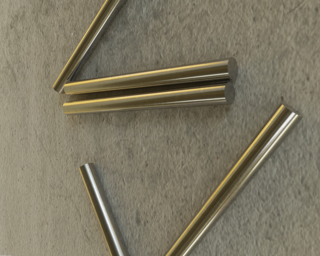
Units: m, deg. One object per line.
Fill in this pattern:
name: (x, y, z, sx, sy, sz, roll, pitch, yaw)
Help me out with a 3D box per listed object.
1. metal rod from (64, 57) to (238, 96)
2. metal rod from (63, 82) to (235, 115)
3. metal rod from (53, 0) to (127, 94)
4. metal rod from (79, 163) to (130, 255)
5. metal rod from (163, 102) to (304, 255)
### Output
metal rod: (-0.037, -0.066, 0.432, 0.300, 0.025, 0.025, 0, 90, 39)
metal rod: (-0.039, -0.036, 0.435, 0.300, 0.025, 0.025, -1, 89, 39)
metal rod: (-0.088, -0.164, 0.474, 0.299, 0.025, 0.025, -46, 63, 29)
metal rod: (-0.056, 0.188, 0.448, 0.025, 0.025, 0.299, -40, 66, 32)
metal rod: (0.056, 0.100, 0.357, 0.025, 0.025, 0.298, 45, 117, 30)
